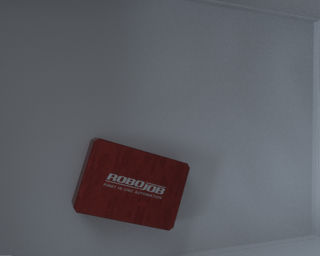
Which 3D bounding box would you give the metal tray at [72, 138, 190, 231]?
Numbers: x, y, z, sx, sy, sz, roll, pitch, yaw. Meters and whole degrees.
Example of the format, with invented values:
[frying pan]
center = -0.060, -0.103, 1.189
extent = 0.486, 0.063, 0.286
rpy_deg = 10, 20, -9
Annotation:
[metal tray]
center = -0.035, 0.072, 0.396
extent = 0.131, 0.030, 0.090
rpy_deg = 18, 84, -20
